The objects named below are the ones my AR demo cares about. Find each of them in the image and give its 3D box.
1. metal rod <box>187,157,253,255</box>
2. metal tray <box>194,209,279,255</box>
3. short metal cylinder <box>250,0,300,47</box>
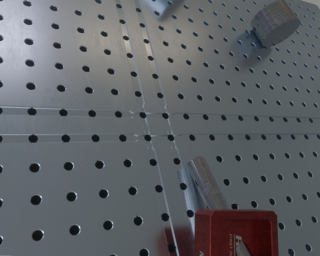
[{"bbox_3d":[0.099,0.162,0.330,0.025,0.025,0.299,-4,54,-30],"label":"metal rod"},{"bbox_3d":[0.082,0.154,0.329,0.091,0.030,0.129,8,77,-25],"label":"metal tray"},{"bbox_3d":[0.232,-0.209,0.625,0.081,0.080,0.050,-13,69,-34],"label":"short metal cylinder"}]
